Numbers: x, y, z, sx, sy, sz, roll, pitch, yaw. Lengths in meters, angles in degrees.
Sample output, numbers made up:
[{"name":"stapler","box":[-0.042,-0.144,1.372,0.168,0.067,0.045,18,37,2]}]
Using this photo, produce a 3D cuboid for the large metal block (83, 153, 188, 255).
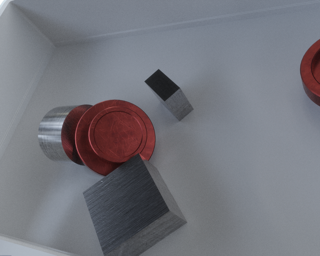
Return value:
[{"name":"large metal block","box":[-0.029,0.089,0.349,0.080,0.050,0.080,-36,51,4]}]

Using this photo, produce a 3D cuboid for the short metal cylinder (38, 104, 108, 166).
[{"name":"short metal cylinder","box":[-0.114,0.009,0.418,0.050,0.080,0.080,0,61,38]}]

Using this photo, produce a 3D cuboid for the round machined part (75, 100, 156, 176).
[{"name":"round machined part","box":[-0.053,0.012,0.380,0.099,0.042,0.098,3,77,-14]}]

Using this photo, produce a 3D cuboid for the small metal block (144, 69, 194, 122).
[{"name":"small metal block","box":[0.012,-0.043,0.408,0.025,0.050,0.050,-42,51,0]}]

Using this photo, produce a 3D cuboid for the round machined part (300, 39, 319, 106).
[{"name":"round machined part","box":[0.201,-0.055,0.321,0.098,0.042,0.098,-16,53,22]}]
